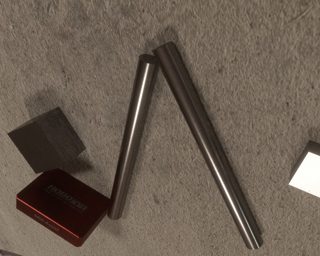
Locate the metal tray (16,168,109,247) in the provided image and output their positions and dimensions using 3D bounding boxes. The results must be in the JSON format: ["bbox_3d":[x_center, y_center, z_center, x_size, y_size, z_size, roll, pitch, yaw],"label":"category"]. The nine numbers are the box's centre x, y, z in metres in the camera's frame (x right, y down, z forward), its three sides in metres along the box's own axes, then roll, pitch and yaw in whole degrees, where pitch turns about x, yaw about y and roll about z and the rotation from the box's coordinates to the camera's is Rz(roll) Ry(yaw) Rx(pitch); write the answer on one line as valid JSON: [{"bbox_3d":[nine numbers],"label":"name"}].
[{"bbox_3d":[-0.162,0.129,0.527,0.130,0.090,0.030,29,128,9],"label":"metal tray"}]

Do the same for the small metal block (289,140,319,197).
[{"bbox_3d":[0.179,0.048,0.342,0.050,0.025,0.050,23,127,14],"label":"small metal block"}]

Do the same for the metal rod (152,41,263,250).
[{"bbox_3d":[0.068,0.035,0.391,0.025,0.025,0.299,-15,111,34],"label":"metal rod"}]

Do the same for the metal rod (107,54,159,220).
[{"bbox_3d":[-0.045,0.034,0.450,0.025,0.025,0.298,25,127,12],"label":"metal rod"}]

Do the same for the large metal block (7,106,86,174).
[{"bbox_3d":[-0.181,0.021,0.496,0.080,0.050,0.080,-17,110,34],"label":"large metal block"}]
